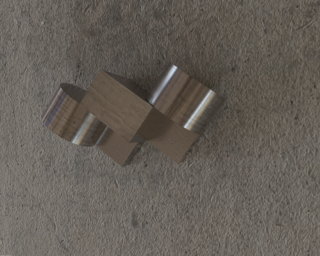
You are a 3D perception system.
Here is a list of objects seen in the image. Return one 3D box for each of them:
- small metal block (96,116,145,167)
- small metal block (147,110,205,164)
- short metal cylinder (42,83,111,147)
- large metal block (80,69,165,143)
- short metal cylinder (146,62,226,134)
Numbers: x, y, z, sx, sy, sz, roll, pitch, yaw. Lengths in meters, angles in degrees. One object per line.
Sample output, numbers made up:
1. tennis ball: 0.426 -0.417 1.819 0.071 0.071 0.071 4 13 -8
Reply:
1. small metal block: -0.053 0.017 0.429 0.050 0.025 0.050 37 102 16
2. small metal block: 0.021 0.011 0.403 0.050 0.025 0.050 37 102 16
3. short metal cylinder: -0.110 -0.018 0.420 0.080 0.080 0.050 37 102 16
4. large metal block: -0.039 -0.026 0.395 0.080 0.080 0.050 37 102 16
5. short metal cylinder: 0.031 -0.036 0.370 0.080 0.080 0.050 37 102 16
